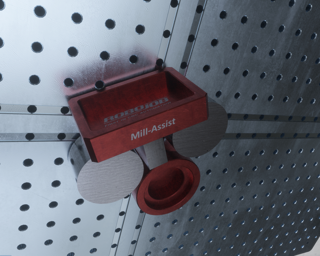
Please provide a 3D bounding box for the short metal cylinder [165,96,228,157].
[{"bbox_3d":[0.041,-0.008,0.408,0.081,0.050,0.079,-14,124,-21],"label":"short metal cylinder"}]

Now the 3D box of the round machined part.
[{"bbox_3d":[0.005,0.074,0.443,0.099,0.042,0.097,-14,124,-21],"label":"round machined part"}]

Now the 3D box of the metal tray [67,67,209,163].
[{"bbox_3d":[-0.025,-0.021,0.337,0.131,0.090,0.030,-21,127,-15],"label":"metal tray"}]

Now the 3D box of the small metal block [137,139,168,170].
[{"bbox_3d":[-0.016,0.016,0.391,0.025,0.050,0.050,-23,127,-15],"label":"small metal block"}]

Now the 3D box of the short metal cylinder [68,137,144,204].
[{"bbox_3d":[-0.067,0.046,0.382,0.081,0.050,0.079,-14,124,-21],"label":"short metal cylinder"}]
